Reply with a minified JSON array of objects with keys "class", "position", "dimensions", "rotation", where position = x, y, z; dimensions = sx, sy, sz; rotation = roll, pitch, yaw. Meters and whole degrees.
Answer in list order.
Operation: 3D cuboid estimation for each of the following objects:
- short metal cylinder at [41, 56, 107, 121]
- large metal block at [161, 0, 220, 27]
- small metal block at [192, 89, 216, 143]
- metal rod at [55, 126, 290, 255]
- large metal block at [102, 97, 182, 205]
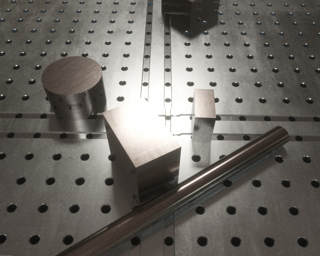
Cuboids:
[{"class":"short metal cylinder","position":[-0.119,-0.057,0.438],"dimensions":[0.081,0.050,0.080],"rotation":[0,50,0]},{"class":"large metal block","position":[0.060,-0.250,0.602],"dimensions":[0.080,0.050,0.080],"rotation":[-34,58,-26]},{"class":"small metal block","position":[0.056,-0.016,0.405],"dimensions":[0.025,0.050,0.050],"rotation":[2,50,2]},{"class":"metal rod","position":[0.031,0.071,0.348],"dimensions":[0.302,0.025,0.025],"rotation":[-26,55,-21]},{"class":"large metal block","position":[-0.021,0.026,0.350],"dimensions":[0.050,0.080,0.080],"rotation":[-24,54,-19]}]
